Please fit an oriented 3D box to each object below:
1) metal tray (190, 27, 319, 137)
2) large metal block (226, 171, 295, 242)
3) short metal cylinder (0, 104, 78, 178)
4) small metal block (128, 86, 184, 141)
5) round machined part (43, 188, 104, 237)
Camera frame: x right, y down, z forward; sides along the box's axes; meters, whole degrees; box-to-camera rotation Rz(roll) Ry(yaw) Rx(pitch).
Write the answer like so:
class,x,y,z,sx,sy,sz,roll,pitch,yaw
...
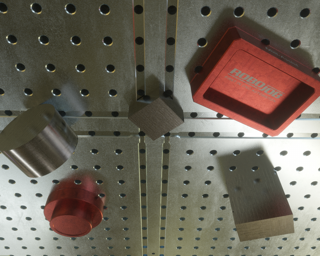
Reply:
class,x,y,z,sx,sy,sz,roll,pitch,yaw
metal tray,0.114,-0.049,0.368,0.131,0.030,0.089,22,127,-18
large metal block,0.153,0.121,0.481,0.080,0.080,0.050,-14,129,11
short metal cylinder,-0.151,0.015,0.386,0.080,0.080,0.050,-18,128,14
small metal block,-0.005,-0.018,0.397,0.050,0.025,0.050,-32,124,24
round machined part,-0.147,0.149,0.526,0.099,0.042,0.097,-1,130,0
